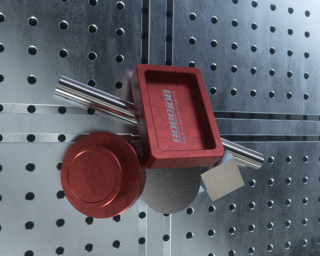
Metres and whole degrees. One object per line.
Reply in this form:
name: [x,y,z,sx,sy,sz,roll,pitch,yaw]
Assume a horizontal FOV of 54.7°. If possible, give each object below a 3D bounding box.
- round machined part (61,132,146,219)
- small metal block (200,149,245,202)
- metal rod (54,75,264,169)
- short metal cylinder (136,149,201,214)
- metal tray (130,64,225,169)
round machined part: [-0.068,0.053,0.350,0.098,0.042,0.097,-1,85,12]
small metal block: [0.082,0.065,0.428,0.050,0.025,0.050,-27,116,-2]
metal rod: [0.013,-0.001,0.414,0.302,0.025,0.025,21,83,-19]
short metal cylinder: [0.005,0.064,0.397,0.081,0.050,0.079,0,90,-20]
metal tray: [0.018,-0.017,0.382,0.091,0.030,0.130,0,61,-21]
